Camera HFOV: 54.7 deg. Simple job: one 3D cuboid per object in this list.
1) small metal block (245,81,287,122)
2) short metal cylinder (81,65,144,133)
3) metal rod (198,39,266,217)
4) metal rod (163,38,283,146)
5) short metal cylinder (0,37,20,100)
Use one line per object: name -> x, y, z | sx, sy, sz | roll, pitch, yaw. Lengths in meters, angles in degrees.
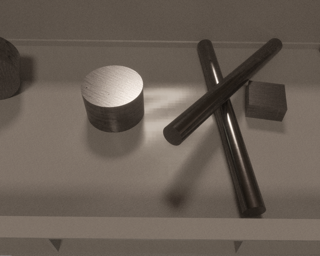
small metal block -> 0.149, -0.039, 0.440 | 0.050, 0.025, 0.050 | 8, 50, 6
short metal cylinder -> -0.062, -0.040, 0.422 | 0.081, 0.050, 0.080 | 0, 50, 0
metal rod -> 0.088, -0.025, 0.426 | 0.025, 0.025, 0.300 | -3, 50, -3
metal rod -> 0.105, -0.066, 0.432 | 0.025, 0.025, 0.302 | 31, 47, 23
short metal cylinder -> -0.241, -0.084, 0.437 | 0.081, 0.080, 0.050 | -11, 51, -10
